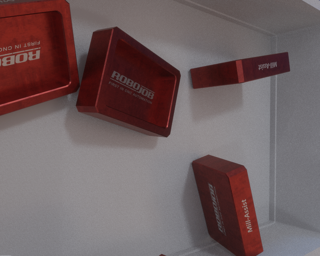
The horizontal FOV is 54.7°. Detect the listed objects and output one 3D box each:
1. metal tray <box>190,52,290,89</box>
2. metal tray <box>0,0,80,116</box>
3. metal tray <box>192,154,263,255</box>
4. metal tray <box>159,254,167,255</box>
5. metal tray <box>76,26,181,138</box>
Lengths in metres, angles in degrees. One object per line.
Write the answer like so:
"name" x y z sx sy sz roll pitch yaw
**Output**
"metal tray" 0.121 -0.087 0.465 0.131 0.090 0.030 -17 101 -39
"metal tray" -0.138 -0.059 0.265 0.131 0.030 0.089 -26 130 -37
"metal tray" 0.093 0.109 0.439 0.030 0.090 0.129 -19 103 -22
"metal tray" -0.006 0.183 0.245 0.091 0.030 0.129 -18 99 -39
"metal tray" -0.028 -0.046 0.358 0.131 0.030 0.090 21 76 -52
